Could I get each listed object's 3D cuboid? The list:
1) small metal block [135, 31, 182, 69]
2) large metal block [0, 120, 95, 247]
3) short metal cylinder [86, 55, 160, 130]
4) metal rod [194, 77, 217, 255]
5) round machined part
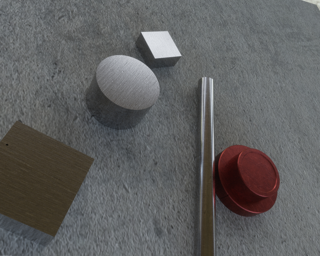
[{"bbox_3d":[-0.003,-0.121,0.478,0.050,0.025,0.050,-14,69,-34],"label":"small metal block"},{"bbox_3d":[-0.121,0.053,0.291,0.080,0.050,0.080,29,52,-11],"label":"large metal block"},{"bbox_3d":[-0.047,-0.044,0.391,0.081,0.050,0.080,14,56,-21],"label":"short metal cylinder"},{"bbox_3d":[0.060,0.052,0.405,0.025,0.025,0.300,18,54,-18],"label":"metal rod"},{"bbox_3d":[0.121,0.066,0.420,0.099,0.042,0.098,14,56,-21],"label":"round machined part"}]
